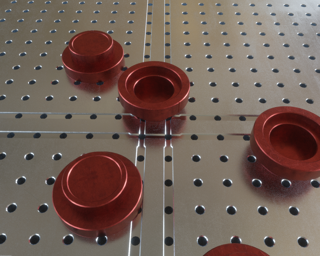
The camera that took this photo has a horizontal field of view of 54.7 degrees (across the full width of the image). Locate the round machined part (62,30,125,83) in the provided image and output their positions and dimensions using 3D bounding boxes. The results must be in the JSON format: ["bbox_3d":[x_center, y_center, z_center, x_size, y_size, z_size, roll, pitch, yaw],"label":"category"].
[{"bbox_3d":[-0.107,-0.120,0.496,0.099,0.042,0.098,0,50,0],"label":"round machined part"}]

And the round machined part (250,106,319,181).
[{"bbox_3d":[0.160,0.022,0.380,0.099,0.042,0.098,0,50,0],"label":"round machined part"}]

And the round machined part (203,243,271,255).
[{"bbox_3d":[0.073,0.150,0.272,0.099,0.042,0.098,0,50,0],"label":"round machined part"}]

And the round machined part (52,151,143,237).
[{"bbox_3d":[-0.069,0.065,0.341,0.099,0.042,0.098,0,50,0],"label":"round machined part"}]

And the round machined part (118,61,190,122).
[{"bbox_3d":[-0.008,-0.047,0.436,0.099,0.042,0.098,0,50,0],"label":"round machined part"}]
